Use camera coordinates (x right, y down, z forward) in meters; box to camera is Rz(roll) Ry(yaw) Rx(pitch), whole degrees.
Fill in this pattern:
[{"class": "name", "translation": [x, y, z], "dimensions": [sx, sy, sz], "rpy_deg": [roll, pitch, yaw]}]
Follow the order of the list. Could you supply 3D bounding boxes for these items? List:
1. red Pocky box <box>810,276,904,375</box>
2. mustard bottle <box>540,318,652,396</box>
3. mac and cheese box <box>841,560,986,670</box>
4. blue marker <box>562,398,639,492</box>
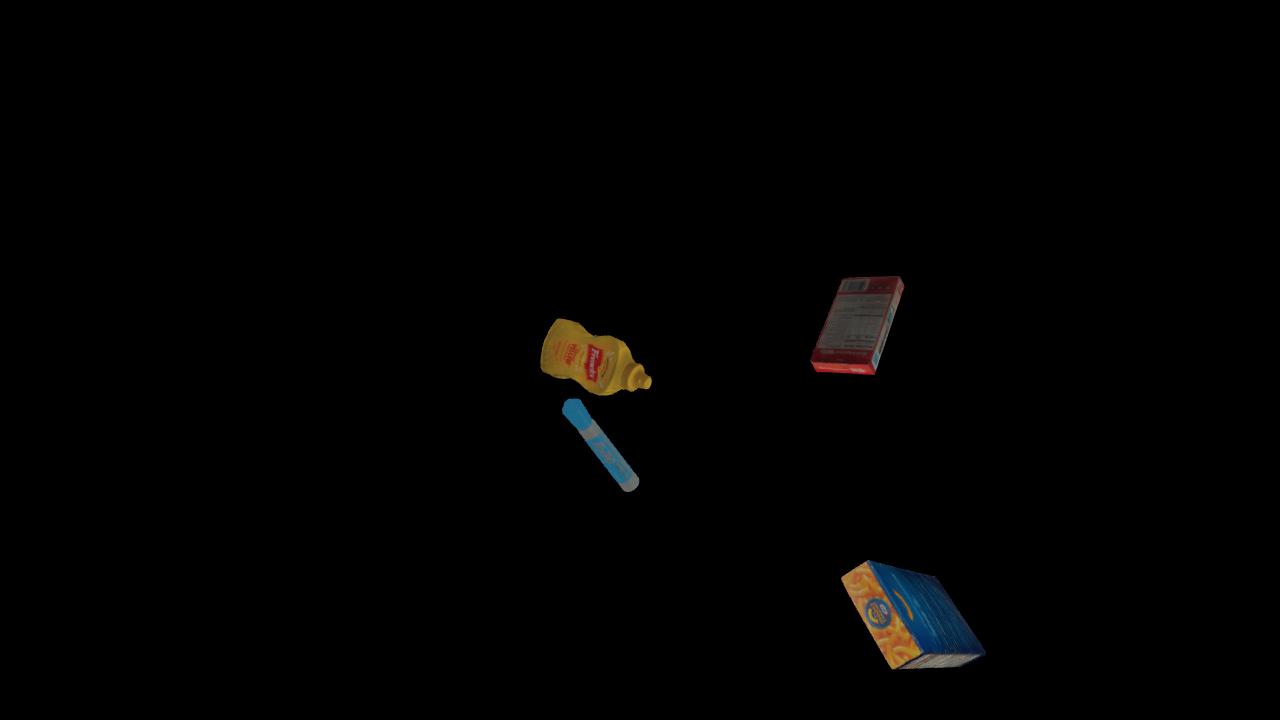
[{"class": "red Pocky box", "translation": [0.294, -0.048, 0.830], "dimensions": [0.083, 0.155, 0.028], "rpy_deg": [5, -35, 41]}, {"class": "mustard bottle", "translation": [-0.061, 0.005, 0.919], "dimensions": [0.184, 0.092, 0.054], "rpy_deg": [21, 0, 28]}, {"class": "mac and cheese box", "translation": [0.284, 0.264, 0.631], "dimensions": [0.184, 0.093, 0.041], "rpy_deg": [26, -59, -41]}, {"class": "blue marker", "translation": [-0.035, 0.077, 0.550], "dimensions": [0.020, 0.020, 0.121], "rpy_deg": [0, -43, 36]}]
